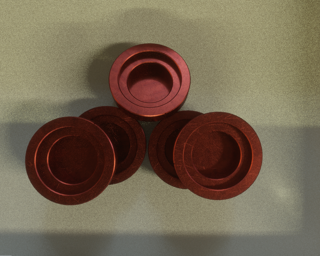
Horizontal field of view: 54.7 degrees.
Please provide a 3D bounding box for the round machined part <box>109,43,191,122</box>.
[{"bbox_3d":[-0.013,-0.053,0.391,0.099,0.042,0.098,1,72,-1],"label":"round machined part"}]

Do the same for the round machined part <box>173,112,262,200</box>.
[{"bbox_3d":[0.064,0.031,0.360,0.099,0.042,0.097,0,90,0],"label":"round machined part"}]

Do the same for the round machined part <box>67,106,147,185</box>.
[{"bbox_3d":[-0.066,0.022,0.401,0.099,0.042,0.097,0,90,0],"label":"round machined part"}]

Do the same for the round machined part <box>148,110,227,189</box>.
[{"bbox_3d":[0.034,0.027,0.402,0.099,0.042,0.097,0,90,0],"label":"round machined part"}]

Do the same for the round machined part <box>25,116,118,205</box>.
[{"bbox_3d":[-0.098,0.036,0.359,0.099,0.042,0.097,0,90,0],"label":"round machined part"}]
